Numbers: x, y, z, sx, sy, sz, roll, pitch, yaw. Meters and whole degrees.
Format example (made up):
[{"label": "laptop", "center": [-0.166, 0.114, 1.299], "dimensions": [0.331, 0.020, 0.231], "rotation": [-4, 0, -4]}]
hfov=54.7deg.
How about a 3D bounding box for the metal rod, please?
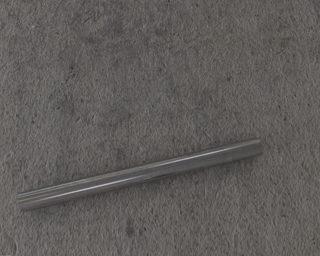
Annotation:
[{"label": "metal rod", "center": [-0.019, 0.057, 0.387], "dimensions": [0.302, 0.025, 0.025], "rotation": [-13, 71, -5]}]
